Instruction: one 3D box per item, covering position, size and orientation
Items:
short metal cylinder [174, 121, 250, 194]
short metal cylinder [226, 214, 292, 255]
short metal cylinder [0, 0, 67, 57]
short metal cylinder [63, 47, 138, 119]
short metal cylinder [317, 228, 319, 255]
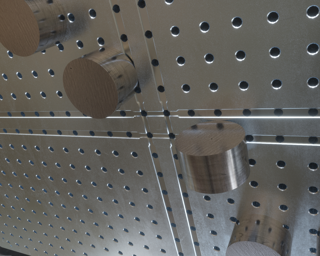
[{"bbox_3d":[0.062,0.032,0.363,0.080,0.080,0.050,0,118,28],"label":"short metal cylinder"},{"bbox_3d":[0.136,0.166,0.426,0.080,0.050,0.079,13,124,21],"label":"short metal cylinder"},{"bbox_3d":[-0.169,-0.138,0.399,0.080,0.050,0.079,13,124,21],"label":"short metal cylinder"},{"bbox_3d":[-0.076,-0.059,0.399,0.080,0.050,0.079,13,124,21],"label":"short metal cylinder"},{"bbox_3d":[0.231,0.155,0.369,0.080,0.050,0.079,13,124,21],"label":"short metal cylinder"}]
